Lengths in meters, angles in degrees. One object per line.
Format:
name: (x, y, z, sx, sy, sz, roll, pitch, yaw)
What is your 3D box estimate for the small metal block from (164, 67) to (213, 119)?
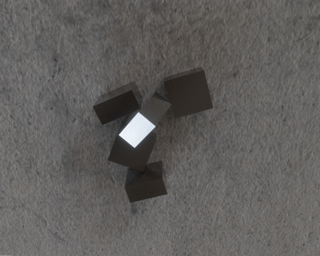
small metal block: (0.036, -0.045, 0.394, 0.050, 0.025, 0.050, -15, 110, 5)

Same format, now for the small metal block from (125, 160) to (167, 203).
small metal block: (-0.018, 0.072, 0.423, 0.050, 0.050, 0.025, -14, 110, 5)

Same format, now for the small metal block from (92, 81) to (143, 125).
small metal block: (-0.051, -0.032, 0.384, 0.050, 0.050, 0.025, -22, 109, 7)

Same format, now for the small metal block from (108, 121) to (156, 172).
small metal block: (-0.037, 0.025, 0.419, 0.050, 0.025, 0.050, 20, 109, -8)

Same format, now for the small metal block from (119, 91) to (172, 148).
small metal block: (-0.018, -0.010, 0.382, 0.025, 0.050, 0.050, 40, 132, -5)
